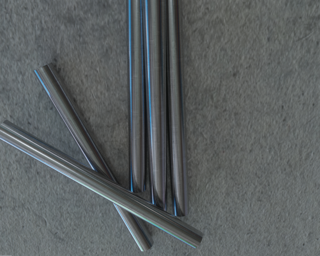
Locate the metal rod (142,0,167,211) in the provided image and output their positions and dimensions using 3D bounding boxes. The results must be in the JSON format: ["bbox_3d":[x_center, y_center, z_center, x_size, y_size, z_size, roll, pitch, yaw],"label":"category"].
[{"bbox_3d":[-0.004,-0.015,0.394,0.025,0.025,0.298,-1,114,0],"label":"metal rod"}]

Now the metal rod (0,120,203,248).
[{"bbox_3d":[-0.071,0.080,0.410,0.301,0.025,0.025,33,107,-12],"label":"metal rod"}]

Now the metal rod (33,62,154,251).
[{"bbox_3d":[-0.083,0.052,0.427,0.025,0.025,0.299,-23,109,8],"label":"metal rod"}]

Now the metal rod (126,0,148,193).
[{"bbox_3d":[-0.028,-0.054,0.389,0.025,0.025,0.298,1,110,-1],"label":"metal rod"}]

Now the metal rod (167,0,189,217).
[{"bbox_3d":[0.021,-0.017,0.403,0.025,0.025,0.298,-4,110,1],"label":"metal rod"}]
